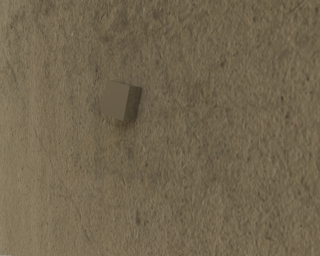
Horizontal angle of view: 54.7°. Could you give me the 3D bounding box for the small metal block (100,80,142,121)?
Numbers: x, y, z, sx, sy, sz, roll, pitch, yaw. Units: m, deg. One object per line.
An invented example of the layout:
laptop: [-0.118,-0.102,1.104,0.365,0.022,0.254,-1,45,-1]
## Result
small metal block: [-0.057,-0.040,0.449,0.050,0.025,0.050,19,102,38]
